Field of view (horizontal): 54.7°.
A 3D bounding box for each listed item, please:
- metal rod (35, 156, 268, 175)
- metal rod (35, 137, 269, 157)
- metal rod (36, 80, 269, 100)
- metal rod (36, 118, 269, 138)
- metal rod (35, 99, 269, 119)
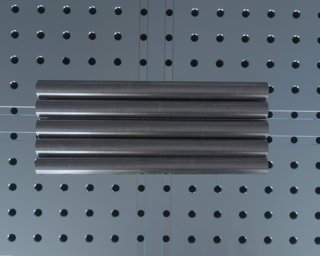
[{"bbox_3d":[-0.010,0.050,0.413,0.302,0.025,0.025,0,90,-1],"label":"metal rod"},{"bbox_3d":[-0.010,0.026,0.413,0.302,0.025,0.025,0,90,-1],"label":"metal rod"},{"bbox_3d":[-0.009,-0.050,0.413,0.302,0.025,0.025,0,90,-1],"label":"metal rod"},{"bbox_3d":[-0.009,0.001,0.413,0.302,0.025,0.025,0,90,-1],"label":"metal rod"},{"bbox_3d":[-0.010,-0.025,0.413,0.302,0.025,0.025,0,90,-1],"label":"metal rod"}]
